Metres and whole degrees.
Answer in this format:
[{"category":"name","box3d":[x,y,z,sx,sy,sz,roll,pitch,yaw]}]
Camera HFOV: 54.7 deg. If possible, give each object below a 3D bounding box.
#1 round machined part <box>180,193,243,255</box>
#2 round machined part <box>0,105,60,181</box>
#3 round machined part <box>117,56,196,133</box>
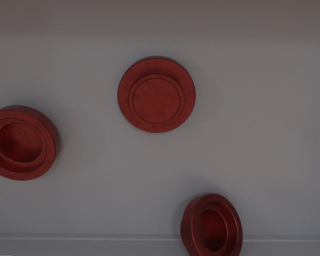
[{"category":"round machined part","box3d":[0.068,0.145,0.436,0.098,0.098,0.042,45,140,-15]},{"category":"round machined part","box3d":[-0.180,0.016,0.407,0.099,0.042,0.097,0,110,0]},{"category":"round machined part","box3d":[-0.004,-0.039,0.388,0.099,0.042,0.097,0,110,0]}]
